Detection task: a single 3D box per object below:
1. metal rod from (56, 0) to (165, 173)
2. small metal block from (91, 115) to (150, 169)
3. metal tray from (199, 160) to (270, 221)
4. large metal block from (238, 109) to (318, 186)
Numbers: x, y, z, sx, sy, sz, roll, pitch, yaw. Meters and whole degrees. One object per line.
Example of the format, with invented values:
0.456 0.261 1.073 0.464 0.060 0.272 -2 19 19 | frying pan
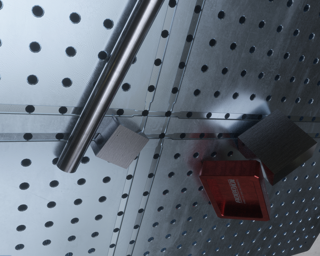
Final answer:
-0.042 -0.077 0.341 0.025 0.025 0.298 19 108 -36 | metal rod
-0.051 0.019 0.396 0.050 0.025 0.050 31 101 -38 | small metal block
0.126 0.105 0.509 0.090 0.030 0.130 -4 134 26 | metal tray
0.182 0.030 0.489 0.080 0.080 0.050 -34 147 -6 | large metal block
